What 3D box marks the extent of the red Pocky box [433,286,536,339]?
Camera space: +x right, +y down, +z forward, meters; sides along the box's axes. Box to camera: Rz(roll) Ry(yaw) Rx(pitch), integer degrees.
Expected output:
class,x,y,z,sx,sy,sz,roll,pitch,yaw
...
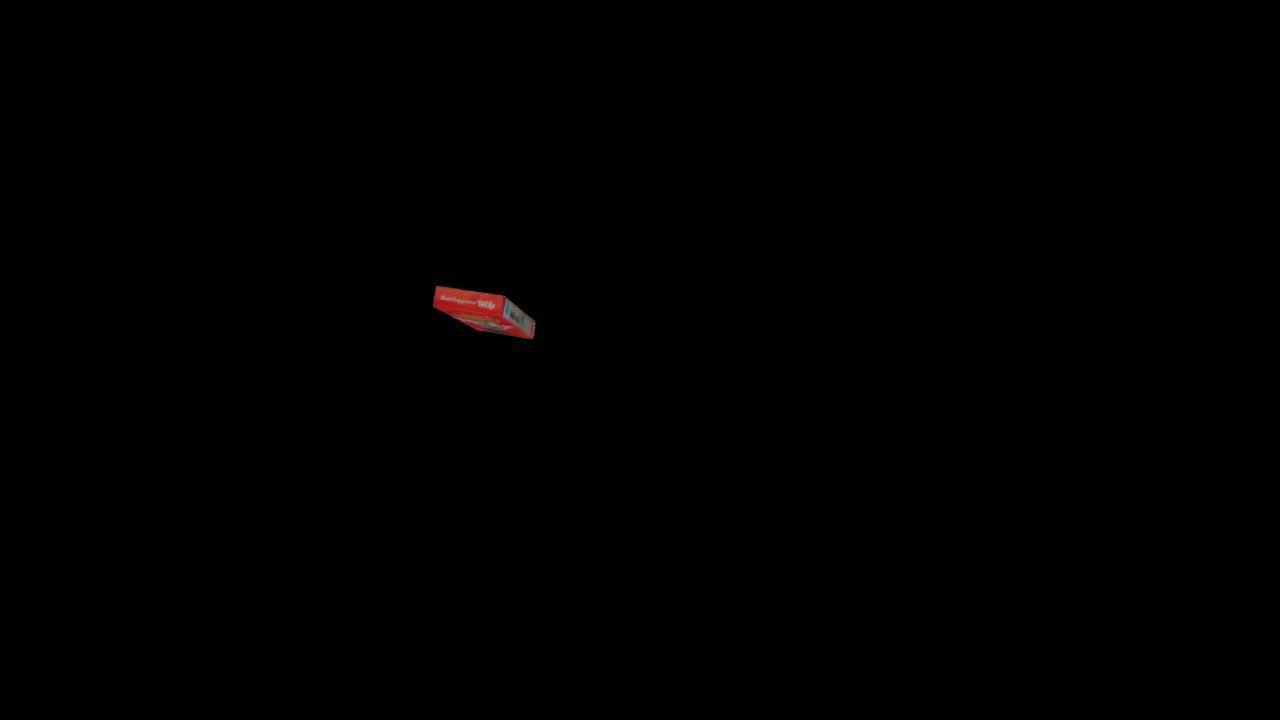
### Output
class,x,y,z,sx,sy,sz,roll,pitch,yaw
red Pocky box,-0.186,-0.056,0.757,0.083,0.028,0.155,10,-7,5
